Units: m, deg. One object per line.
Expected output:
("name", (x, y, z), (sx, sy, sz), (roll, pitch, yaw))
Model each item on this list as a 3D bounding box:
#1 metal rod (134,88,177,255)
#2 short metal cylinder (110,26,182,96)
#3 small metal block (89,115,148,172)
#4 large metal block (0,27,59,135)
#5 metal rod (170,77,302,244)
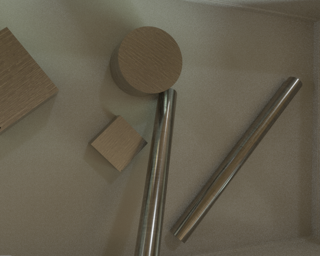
("metal rod", (-0.007, 0.079, 0.339), (0.025, 0.025, 0.300), (20, 56, -19))
("short metal cylinder", (-0.019, -0.081, 0.391), (0.081, 0.050, 0.079), (0, 90, -20))
("small metal block", (-0.053, 0.019, 0.392), (0.050, 0.025, 0.050), (-47, 105, -14))
("large metal block", (-0.170, -0.047, 0.335), (0.080, 0.050, 0.080), (-41, 103, -16))
("metal rod", (0.119, 0.038, 0.456), (0.025, 0.025, 0.300), (45, 76, -15))
